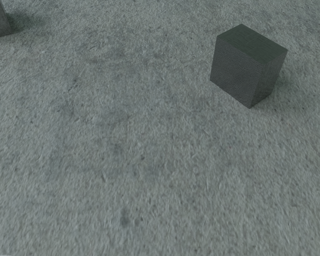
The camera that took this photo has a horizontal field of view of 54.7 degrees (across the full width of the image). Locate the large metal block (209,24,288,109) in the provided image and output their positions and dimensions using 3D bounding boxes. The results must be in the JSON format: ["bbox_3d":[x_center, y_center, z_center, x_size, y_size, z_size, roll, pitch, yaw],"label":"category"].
[{"bbox_3d":[0.122,-0.088,0.443,0.050,0.080,0.080,-32,57,-24],"label":"large metal block"}]

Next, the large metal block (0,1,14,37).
[{"bbox_3d":[-0.305,-0.214,0.544,0.050,0.080,0.080,-21,53,-17],"label":"large metal block"}]
